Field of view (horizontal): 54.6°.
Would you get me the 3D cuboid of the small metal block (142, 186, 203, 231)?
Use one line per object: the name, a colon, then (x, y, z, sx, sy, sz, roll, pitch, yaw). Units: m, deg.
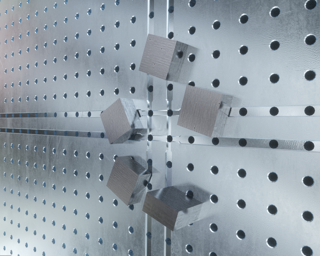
small metal block: (0.016, 0.097, 0.381, 0.050, 0.050, 0.025, 23, 105, 38)

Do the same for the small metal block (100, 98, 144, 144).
small metal block: (-0.057, -0.010, 0.458, 0.050, 0.025, 0.050, -34, 69, 35)

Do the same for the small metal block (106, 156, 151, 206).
small metal block: (-0.046, 0.075, 0.449, 0.050, 0.025, 0.050, 34, 111, 35)

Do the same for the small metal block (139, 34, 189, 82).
small metal block: (0.004, -0.092, 0.407, 0.050, 0.025, 0.050, 26, 107, 37)

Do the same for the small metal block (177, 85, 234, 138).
small metal block: (0.053, -0.020, 0.367, 0.050, 0.025, 0.050, 22, 104, 38)
